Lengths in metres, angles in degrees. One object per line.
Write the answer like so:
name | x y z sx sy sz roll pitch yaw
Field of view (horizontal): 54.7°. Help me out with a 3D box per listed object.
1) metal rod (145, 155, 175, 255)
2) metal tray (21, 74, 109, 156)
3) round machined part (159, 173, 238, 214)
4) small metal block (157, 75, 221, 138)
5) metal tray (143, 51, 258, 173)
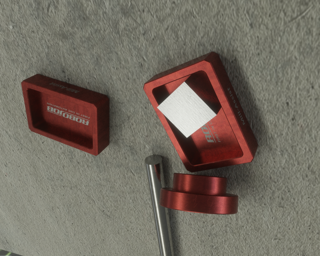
metal rod | 0.007 0.174 0.509 0.025 0.025 0.298 7 122 24
metal tray | -0.140 -0.020 0.462 0.130 0.030 0.089 18 126 17
round machined part | 0.050 0.081 0.395 0.098 0.098 0.042 1 81 27
small metal block | 0.034 -0.025 0.356 0.050 0.025 0.050 45 129 -4
metal tray | 0.049 -0.013 0.368 0.090 0.030 0.130 -17 110 34
